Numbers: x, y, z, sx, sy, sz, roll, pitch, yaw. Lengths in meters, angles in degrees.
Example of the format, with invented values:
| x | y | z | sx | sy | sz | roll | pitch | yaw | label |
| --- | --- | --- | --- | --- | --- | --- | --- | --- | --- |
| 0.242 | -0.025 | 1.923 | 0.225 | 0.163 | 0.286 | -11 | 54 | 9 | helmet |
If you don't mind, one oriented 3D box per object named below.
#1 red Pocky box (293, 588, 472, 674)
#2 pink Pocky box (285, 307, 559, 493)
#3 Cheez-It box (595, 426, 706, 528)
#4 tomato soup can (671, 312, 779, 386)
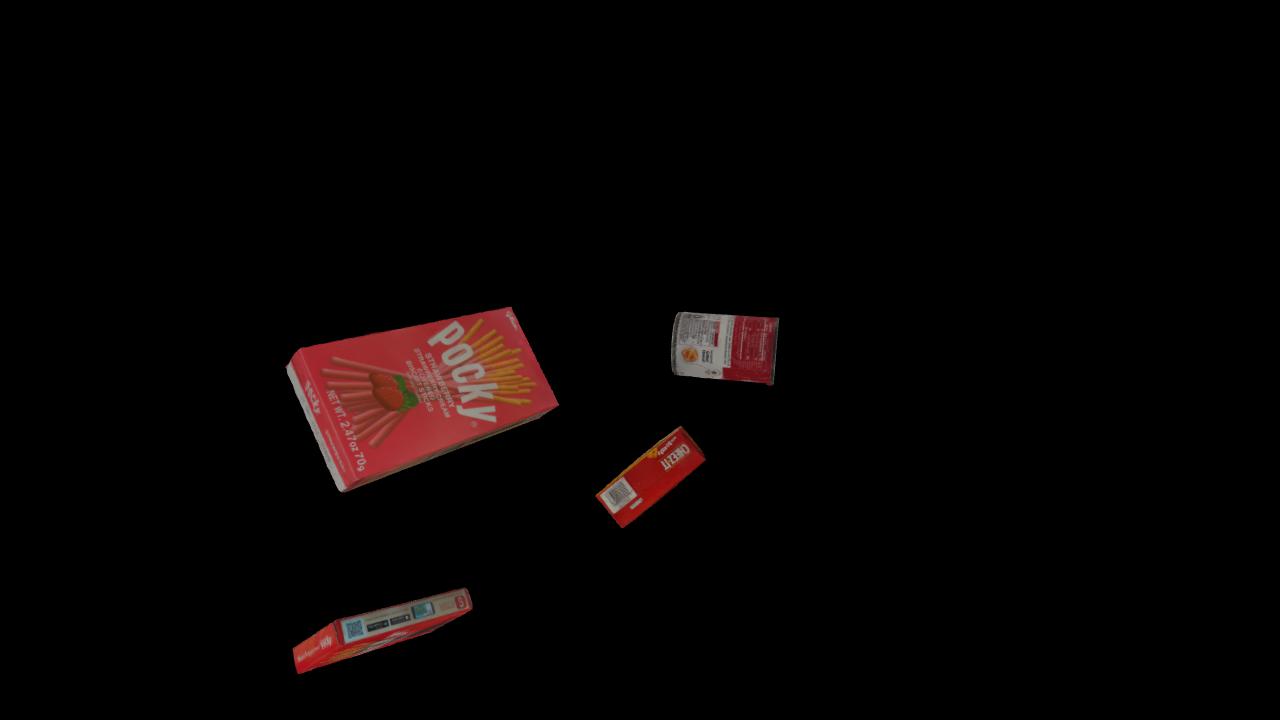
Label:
| x | y | z | sx | sy | sz | roll | pitch | yaw | label |
| --- | --- | --- | --- | --- | --- | --- | --- | --- | --- |
| -0.259 | 0.276 | 0.633 | 0.083 | 0.028 | 0.155 | -35 | -24 | 27 | red Pocky box |
| -0.131 | 0.018 | 0.399 | 0.029 | 0.084 | 0.155 | -33 | -10 | 41 | pink Pocky box |
| 0.024 | 0.186 | 1.016 | 0.166 | 0.071 | 0.223 | -40 | -7 | 0 | Cheez-It box |
| 0.086 | -0.013 | 0.618 | 0.101 | 0.068 | 0.068 | 5 | 1 | 12 | tomato soup can |
